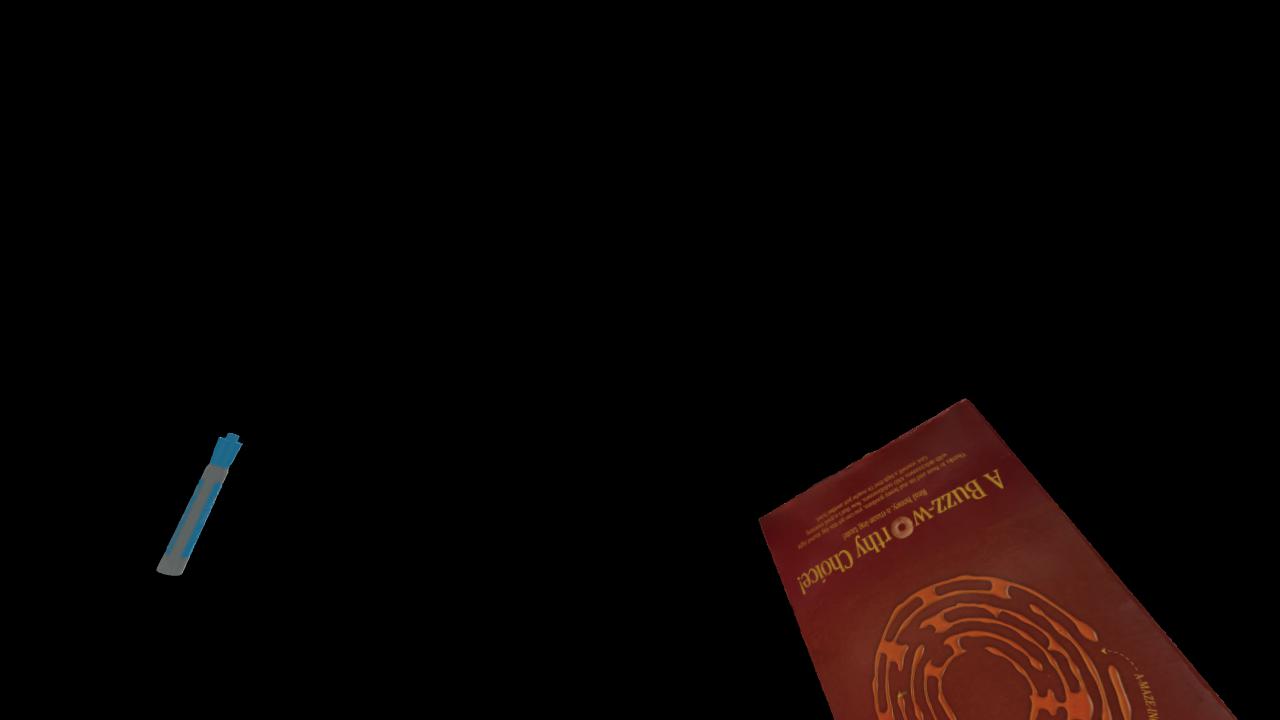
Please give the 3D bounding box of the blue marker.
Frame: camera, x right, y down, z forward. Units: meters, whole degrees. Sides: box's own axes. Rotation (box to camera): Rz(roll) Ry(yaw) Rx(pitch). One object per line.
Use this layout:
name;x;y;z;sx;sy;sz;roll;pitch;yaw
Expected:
blue marker;-0.373;0.121;0.525;0.020;0.121;0.020;18;-12;4

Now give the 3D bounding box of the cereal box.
cereal box;0.225;0.197;0.415;0.203;0.306;0.081;-37;-52;17
